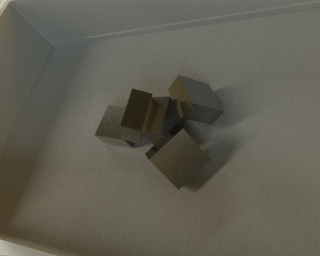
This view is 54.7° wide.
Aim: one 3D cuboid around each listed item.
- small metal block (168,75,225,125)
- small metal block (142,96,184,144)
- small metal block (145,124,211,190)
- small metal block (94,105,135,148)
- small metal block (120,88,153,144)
[{"bbox_3d":[0.044,-0.034,0.381,0.025,0.050,0.050,-52,44,34],"label":"small metal block"},{"bbox_3d":[0.006,-0.004,0.387,0.025,0.050,0.050,1,62,28],"label":"small metal block"},{"bbox_3d":[0.020,0.033,0.353,0.050,0.050,0.025,-43,16,-3],"label":"small metal block"},{"bbox_3d":[-0.055,-0.003,0.432,0.050,0.025,0.050,7,65,31],"label":"small metal block"},{"bbox_3d":[-0.030,-0.013,0.387,0.025,0.050,0.050,15,69,0],"label":"small metal block"}]
